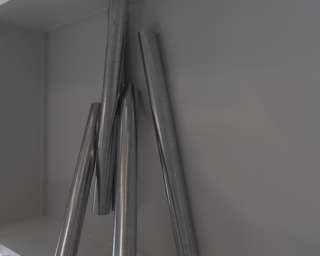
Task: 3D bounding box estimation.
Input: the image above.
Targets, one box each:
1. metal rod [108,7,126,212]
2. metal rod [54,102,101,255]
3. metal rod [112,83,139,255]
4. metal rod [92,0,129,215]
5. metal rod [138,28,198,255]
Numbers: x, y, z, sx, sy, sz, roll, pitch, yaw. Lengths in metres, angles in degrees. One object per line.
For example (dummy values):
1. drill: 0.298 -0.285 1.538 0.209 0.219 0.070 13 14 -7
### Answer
1. metal rod: -0.062 -0.028 0.458 0.025 0.025 0.298 -2 89 40
2. metal rod: -0.106 0.090 0.405 0.025 0.025 0.300 -27 45 37
3. metal rod: -0.038 0.067 0.359 0.025 0.025 0.300 -32 45 35
4. metal rod: -0.069 -0.028 0.430 0.025 0.025 0.298 9 95 39
5. metal rod: 0.008 0.016 0.399 0.025 0.025 0.298 -17 79 39
